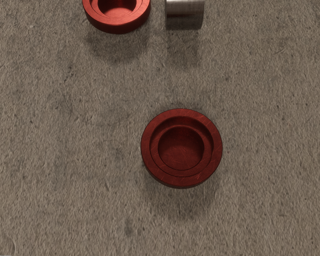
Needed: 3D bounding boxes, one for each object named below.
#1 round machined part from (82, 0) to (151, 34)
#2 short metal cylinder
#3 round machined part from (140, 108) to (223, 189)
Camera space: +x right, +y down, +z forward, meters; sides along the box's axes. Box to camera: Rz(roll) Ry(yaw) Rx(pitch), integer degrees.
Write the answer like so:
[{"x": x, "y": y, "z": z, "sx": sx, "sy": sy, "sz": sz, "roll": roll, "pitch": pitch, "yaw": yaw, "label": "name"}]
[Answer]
[{"x": -0.063, "y": -0.181, "z": 0.465, "sx": 0.099, "sy": 0.042, "sz": 0.098, "roll": 0, "pitch": 70, "yaw": -1, "label": "round machined part"}, {"x": 0.033, "y": -0.184, "z": 0.447, "sx": 0.050, "sy": 0.080, "sz": 0.080, "roll": -1, "pitch": 70, "yaw": -1, "label": "short metal cylinder"}, {"x": 0.026, "y": 0.028, "z": 0.389, "sx": 0.099, "sy": 0.042, "sz": 0.098, "roll": 0, "pitch": 70, "yaw": -1, "label": "round machined part"}]
